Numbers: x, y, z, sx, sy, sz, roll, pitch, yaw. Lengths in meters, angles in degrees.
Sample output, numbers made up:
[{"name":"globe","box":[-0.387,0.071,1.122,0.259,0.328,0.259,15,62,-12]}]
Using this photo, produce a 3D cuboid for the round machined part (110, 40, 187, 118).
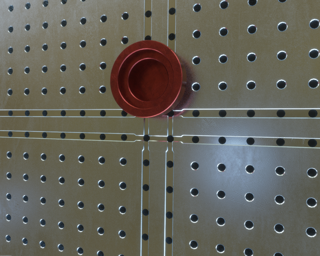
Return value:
[{"name":"round machined part","box":[-0.012,-0.062,0.408,0.098,0.042,0.097,0,90,20]}]
